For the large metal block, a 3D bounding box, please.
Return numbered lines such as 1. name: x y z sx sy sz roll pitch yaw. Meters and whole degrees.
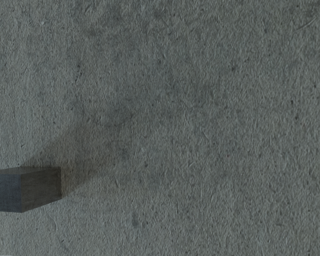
1. large metal block: -0.204 0.086 0.452 0.080 0.080 0.050 -2 89 20
